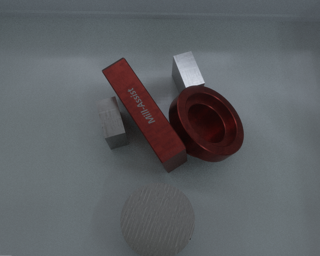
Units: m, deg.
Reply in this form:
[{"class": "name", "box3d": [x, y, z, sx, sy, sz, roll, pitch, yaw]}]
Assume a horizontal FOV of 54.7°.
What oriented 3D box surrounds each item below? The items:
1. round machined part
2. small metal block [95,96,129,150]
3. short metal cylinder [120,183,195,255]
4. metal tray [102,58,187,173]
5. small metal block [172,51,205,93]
[{"class": "round machined part", "box3d": [0.053, -0.002, 0.387, 0.099, 0.042, 0.098, 17, 53, -24]}, {"class": "small metal block", "box3d": [-0.060, -0.005, 0.398, 0.025, 0.050, 0.050, -16, 71, -6]}, {"class": "short metal cylinder", "box3d": [-0.003, 0.107, 0.357, 0.081, 0.050, 0.080, 0, 70, 0]}, {"class": "metal tray", "box3d": [-0.016, -0.012, 0.377, 0.030, 0.090, 0.130, -33, 74, -4]}, {"class": "small metal block", "box3d": [0.037, -0.067, 0.421, 0.025, 0.050, 0.050, -17, 71, -6]}]
